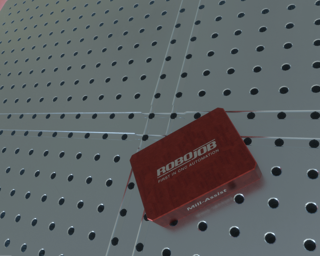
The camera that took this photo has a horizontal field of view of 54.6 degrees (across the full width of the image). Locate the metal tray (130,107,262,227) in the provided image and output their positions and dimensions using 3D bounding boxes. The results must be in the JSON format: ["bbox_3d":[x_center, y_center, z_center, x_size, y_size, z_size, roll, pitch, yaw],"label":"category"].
[{"bbox_3d":[0.036,0.044,0.360,0.130,0.030,0.090,-29,52,9],"label":"metal tray"}]
